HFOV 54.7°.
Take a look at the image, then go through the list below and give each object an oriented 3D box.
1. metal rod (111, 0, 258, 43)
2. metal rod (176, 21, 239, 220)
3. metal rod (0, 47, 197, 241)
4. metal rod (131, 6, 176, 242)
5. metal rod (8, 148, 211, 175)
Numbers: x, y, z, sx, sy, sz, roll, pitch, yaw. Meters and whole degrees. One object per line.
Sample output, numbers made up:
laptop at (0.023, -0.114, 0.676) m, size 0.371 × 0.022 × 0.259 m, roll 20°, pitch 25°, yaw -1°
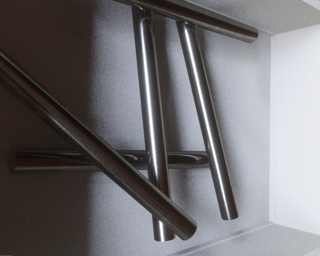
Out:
metal rod at (0.030, -0.148, 0.395) m, size 0.302 × 0.025 × 0.025 m, roll 0°, pitch 90°, yaw -40°
metal rod at (0.066, -0.018, 0.438) m, size 0.025 × 0.025 × 0.298 m, roll -15°, pitch 93°, yaw -39°
metal rod at (-0.070, 0.015, 0.305) m, size 0.300 × 0.025 × 0.025 m, roll 44°, pitch 63°, yaw -17°
metal rod at (-0.009, -0.019, 0.374) m, size 0.025 × 0.025 × 0.298 m, roll -2°, pitch 84°, yaw -40°
metal rod at (-0.023, 0.040, 0.387) m, size 0.302 × 0.025 × 0.025 m, roll 4°, pitch 87°, yaw -40°
